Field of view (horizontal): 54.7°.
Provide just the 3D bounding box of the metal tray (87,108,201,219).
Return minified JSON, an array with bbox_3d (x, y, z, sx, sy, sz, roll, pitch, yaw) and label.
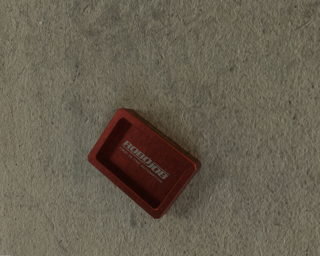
[{"bbox_3d":[-0.023,0.045,0.415,0.130,0.030,0.090,38,102,15],"label":"metal tray"}]
